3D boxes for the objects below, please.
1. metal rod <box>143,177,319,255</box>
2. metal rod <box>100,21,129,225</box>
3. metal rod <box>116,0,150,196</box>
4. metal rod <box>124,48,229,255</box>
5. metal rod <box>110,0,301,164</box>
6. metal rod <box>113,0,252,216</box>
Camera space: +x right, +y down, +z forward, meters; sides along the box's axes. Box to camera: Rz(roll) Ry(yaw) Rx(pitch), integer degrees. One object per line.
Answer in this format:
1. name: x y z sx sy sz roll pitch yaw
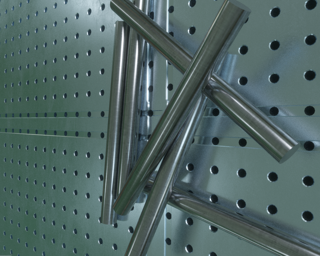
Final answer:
1. metal rod: 0.088 0.107 0.337 0.300 0.025 0.025 16 100 39
2. metal rod: -0.065 -0.005 0.464 0.025 0.025 0.298 9 95 40
3. metal rod: -0.039 -0.038 0.442 0.025 0.025 0.298 9 96 40
4. metal rod: 0.013 0.047 0.373 0.025 0.025 0.299 26 98 37
5. metal rod: 0.028 -0.074 0.348 0.300 0.025 0.025 48 119 30
6. metal rod: 0.007 0.003 0.346 0.025 0.025 0.298 50 130 28
